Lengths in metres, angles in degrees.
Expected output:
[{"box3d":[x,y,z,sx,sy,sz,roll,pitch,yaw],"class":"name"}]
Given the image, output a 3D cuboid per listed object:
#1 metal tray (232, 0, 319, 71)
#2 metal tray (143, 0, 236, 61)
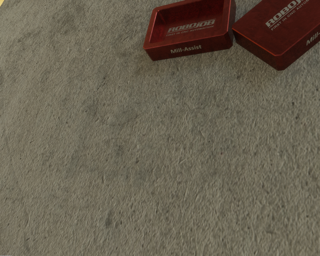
[{"box3d":[0.172,-0.143,0.398,0.130,0.030,0.090,-39,51,1],"class":"metal tray"},{"box3d":[0.045,-0.154,0.471,0.130,0.030,0.090,-3,60,26],"class":"metal tray"}]
